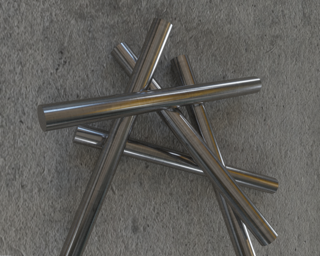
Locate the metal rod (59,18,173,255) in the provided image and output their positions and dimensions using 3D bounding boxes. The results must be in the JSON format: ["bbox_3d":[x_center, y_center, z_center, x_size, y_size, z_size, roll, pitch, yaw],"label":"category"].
[{"bbox_3d":[-0.051,0.016,0.361,0.025,0.025,0.299,22,89,-19],"label":"metal rod"}]

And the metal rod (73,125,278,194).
[{"bbox_3d":[0.035,0.047,0.421,0.302,0.025,0.025,17,85,-19],"label":"metal rod"}]

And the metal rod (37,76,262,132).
[{"bbox_3d":[0.015,-0.036,0.364,0.303,0.025,0.025,-13,95,-35],"label":"metal rod"}]

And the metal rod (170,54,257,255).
[{"bbox_3d":[0.072,0.047,0.409,0.025,0.025,0.299,-17,86,-19],"label":"metal rod"}]

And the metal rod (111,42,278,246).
[{"bbox_3d":[0.040,0.018,0.384,0.025,0.025,0.300,-37,87,-16],"label":"metal rod"}]
